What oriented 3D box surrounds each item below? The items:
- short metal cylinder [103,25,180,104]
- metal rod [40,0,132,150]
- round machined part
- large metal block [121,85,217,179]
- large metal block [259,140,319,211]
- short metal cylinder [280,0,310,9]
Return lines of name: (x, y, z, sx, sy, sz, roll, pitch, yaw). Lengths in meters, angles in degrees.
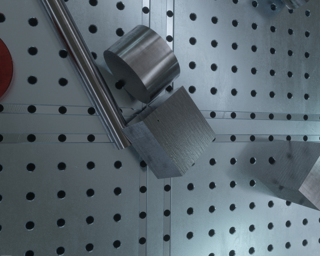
short metal cylinder: (-0.022, -0.076, 0.375, 0.050, 0.080, 0.080, -44, 104, -15)
metal rod: (-0.107, -0.110, 0.372, 0.025, 0.025, 0.299, -29, 100, -18)
round machined part: (-0.209, -0.066, 0.326, 0.099, 0.042, 0.097, 0, 90, -20)
large metal block: (0.013, 0.006, 0.391, 0.080, 0.050, 0.080, -44, 105, -35)
large metal block: (0.211, 0.067, 0.461, 0.050, 0.080, 0.080, 42, 77, -16)
short metal cylinder: (0.208, -0.226, 0.459, 0.050, 0.080, 0.080, 37, 78, -17)
